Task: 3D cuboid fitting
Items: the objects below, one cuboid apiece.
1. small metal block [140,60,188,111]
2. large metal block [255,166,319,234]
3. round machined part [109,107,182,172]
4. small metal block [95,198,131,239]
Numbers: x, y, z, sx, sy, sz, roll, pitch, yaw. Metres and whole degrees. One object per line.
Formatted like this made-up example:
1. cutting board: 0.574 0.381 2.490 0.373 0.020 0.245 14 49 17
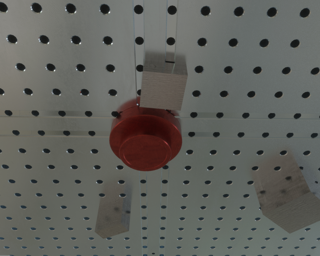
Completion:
1. small metal block: 0.003 -0.050 0.369 0.050 0.025 0.050 5 130 -5
2. large metal block: 0.216 0.118 0.499 0.080 0.050 0.080 37 121 -28
3. round machined part: -0.019 0.021 0.418 0.099 0.042 0.097 0 130 0
4. small metal block: -0.079 0.153 0.524 0.050 0.050 0.025 -22 127 17
